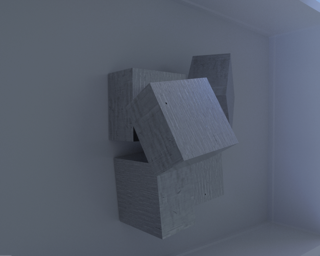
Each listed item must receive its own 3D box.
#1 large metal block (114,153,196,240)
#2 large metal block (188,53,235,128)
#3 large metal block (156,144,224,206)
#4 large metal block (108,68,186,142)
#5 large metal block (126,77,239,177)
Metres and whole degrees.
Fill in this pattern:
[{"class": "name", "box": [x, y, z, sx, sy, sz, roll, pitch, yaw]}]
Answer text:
[{"class": "large metal block", "box": [-0.008, 0.073, 0.364, 0.050, 0.080, 0.079, -9, 96, -40]}, {"class": "large metal block", "box": [0.070, -0.042, 0.416, 0.080, 0.050, 0.080, 70, 27, -46]}, {"class": "large metal block", "box": [0.039, 0.057, 0.421, 0.081, 0.050, 0.079, -7, 95, -40]}, {"class": "large metal block", "box": [-0.015, -0.026, 0.378, 0.081, 0.050, 0.079, -1, 91, -40]}, {"class": "large metal block", "box": [0.023, -0.003, 0.325, 0.081, 0.050, 0.080, -12, 73, -39]}]
